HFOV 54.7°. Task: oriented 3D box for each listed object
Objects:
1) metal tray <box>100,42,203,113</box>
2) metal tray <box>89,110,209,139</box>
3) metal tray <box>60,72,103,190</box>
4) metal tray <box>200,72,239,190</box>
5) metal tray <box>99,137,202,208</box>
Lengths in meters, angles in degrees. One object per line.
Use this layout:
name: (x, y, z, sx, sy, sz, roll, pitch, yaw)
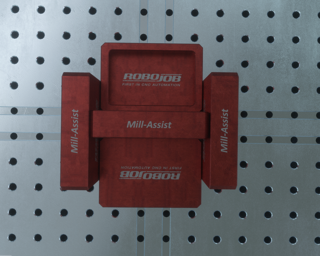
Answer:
metal tray: (-0.011, -0.064, 0.410, 0.131, 0.030, 0.089, 1, 90, -1)
metal tray: (-0.012, -0.004, 0.379, 0.131, 0.090, 0.030, 1, 90, -1)
metal tray: (-0.092, 0.003, 0.379, 0.030, 0.090, 0.129, 1, 90, 0)
metal tray: (0.070, 0.003, 0.381, 0.030, 0.090, 0.129, 1, 90, 0)
metal tray: (-0.012, 0.057, 0.409, 0.131, 0.030, 0.089, 1, 90, -1)
